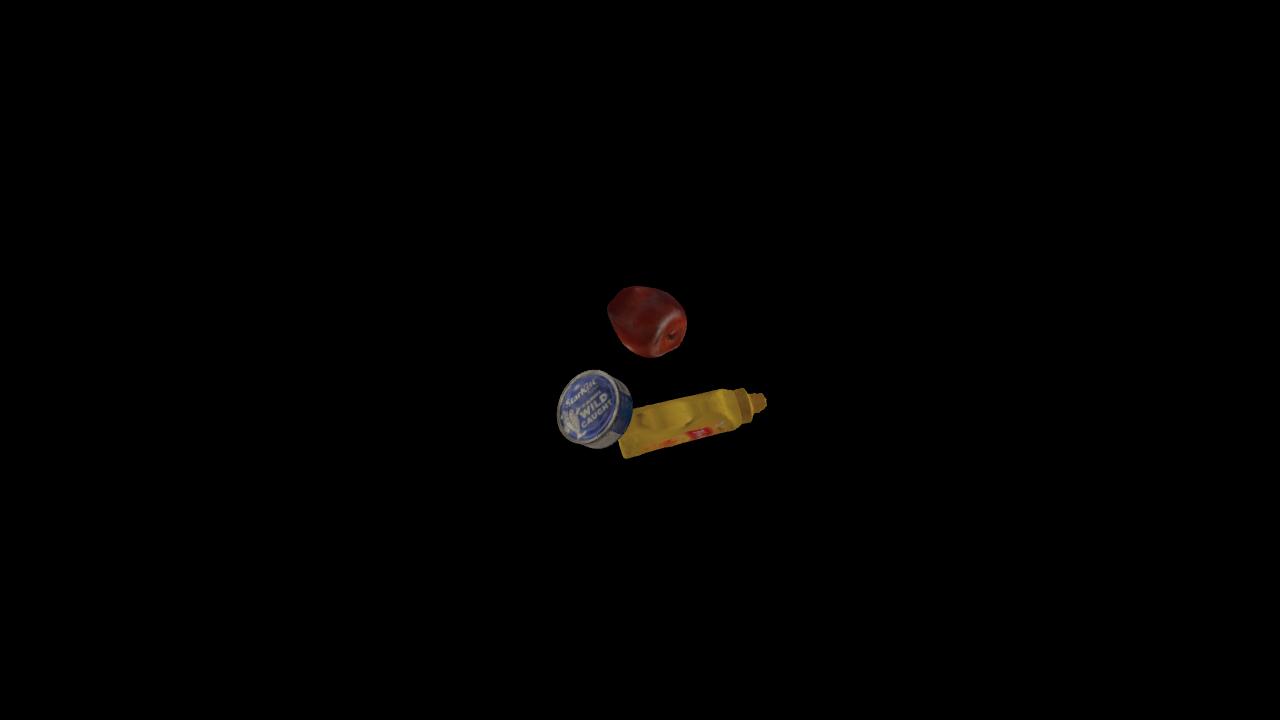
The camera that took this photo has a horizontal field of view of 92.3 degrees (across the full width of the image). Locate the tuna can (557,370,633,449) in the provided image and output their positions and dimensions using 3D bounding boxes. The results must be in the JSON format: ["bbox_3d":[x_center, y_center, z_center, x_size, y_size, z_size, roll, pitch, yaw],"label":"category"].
[{"bbox_3d":[-0.050,0.055,0.681,0.084,0.084,0.034,0,-19,34],"label":"tuna can"}]

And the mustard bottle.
[{"bbox_3d":[0.062,0.069,0.735,0.184,0.054,0.092,-14,-27,-3],"label":"mustard bottle"}]

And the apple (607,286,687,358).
[{"bbox_3d":[0.008,-0.045,0.692,0.093,0.079,0.079,35,22,35],"label":"apple"}]
